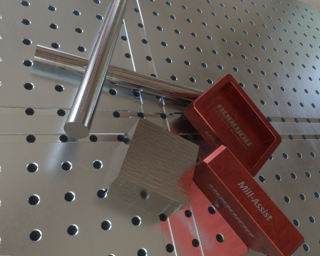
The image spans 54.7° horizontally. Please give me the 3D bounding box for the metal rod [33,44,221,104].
[{"bbox_3d":[-0.017,-0.062,0.438,0.302,0.025,0.025,12,57,-22],"label":"metal rod"}]

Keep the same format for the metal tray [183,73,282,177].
[{"bbox_3d":[0.106,-0.003,0.445,0.090,0.030,0.130,-41,94,-30],"label":"metal tray"}]

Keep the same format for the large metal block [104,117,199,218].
[{"bbox_3d":[-0.008,0.047,0.361,0.080,0.050,0.080,26,52,-12],"label":"large metal block"}]

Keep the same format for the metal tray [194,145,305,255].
[{"bbox_3d":[0.093,0.086,0.362,0.030,0.090,0.130,-38,83,-15],"label":"metal tray"}]

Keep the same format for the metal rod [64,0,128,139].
[{"bbox_3d":[-0.072,-0.107,0.406,0.025,0.025,0.300,21,45,-16],"label":"metal rod"}]
